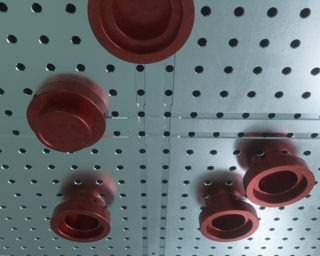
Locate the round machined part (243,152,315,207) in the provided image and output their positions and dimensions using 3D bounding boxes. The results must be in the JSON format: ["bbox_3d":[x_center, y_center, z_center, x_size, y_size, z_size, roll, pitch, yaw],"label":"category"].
[{"bbox_3d":[0.174,0.074,0.466,0.099,0.042,0.097,-1,130,0],"label":"round machined part"}]

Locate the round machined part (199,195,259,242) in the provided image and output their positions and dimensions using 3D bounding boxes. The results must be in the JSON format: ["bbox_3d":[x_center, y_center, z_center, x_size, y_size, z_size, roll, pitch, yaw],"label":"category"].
[{"bbox_3d":[0.115,0.152,0.532,0.099,0.042,0.097,-1,130,0],"label":"round machined part"}]

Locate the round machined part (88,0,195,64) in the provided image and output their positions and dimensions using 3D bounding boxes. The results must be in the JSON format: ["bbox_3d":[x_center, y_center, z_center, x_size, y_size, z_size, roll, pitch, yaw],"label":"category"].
[{"bbox_3d":[-0.017,-0.116,0.302,0.099,0.042,0.097,-1,130,0],"label":"round machined part"}]

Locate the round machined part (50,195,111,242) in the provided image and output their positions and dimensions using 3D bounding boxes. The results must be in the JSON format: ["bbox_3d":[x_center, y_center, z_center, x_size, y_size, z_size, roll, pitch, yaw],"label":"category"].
[{"bbox_3d":[-0.131,0.151,0.527,0.099,0.042,0.097,-1,130,0],"label":"round machined part"}]

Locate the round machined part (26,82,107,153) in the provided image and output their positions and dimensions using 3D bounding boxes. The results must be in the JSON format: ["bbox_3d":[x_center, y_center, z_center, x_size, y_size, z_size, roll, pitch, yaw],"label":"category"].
[{"bbox_3d":[-0.119,-0.007,0.393,0.099,0.042,0.097,-1,130,0],"label":"round machined part"}]
